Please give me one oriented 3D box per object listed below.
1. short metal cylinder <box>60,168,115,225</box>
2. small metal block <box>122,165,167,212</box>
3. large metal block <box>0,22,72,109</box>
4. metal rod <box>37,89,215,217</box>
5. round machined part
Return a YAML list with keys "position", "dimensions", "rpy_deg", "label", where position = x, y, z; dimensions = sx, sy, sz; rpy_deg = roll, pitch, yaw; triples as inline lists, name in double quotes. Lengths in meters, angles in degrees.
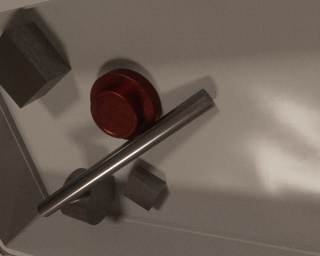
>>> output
- position: [-0.115, 0.109, 0.499]
  dimensions: [0.050, 0.080, 0.079]
  rpy_deg: [12, 124, 21]
  label: "short metal cylinder"
- position: [-0.025, 0.093, 0.478]
  dimensions: [0.050, 0.025, 0.050]
  rpy_deg: [31, 128, 7]
  label: "small metal block"
- position: [-0.187, -0.086, 0.435]
  dimensions: [0.080, 0.050, 0.080]
  rpy_deg: [-29, 103, 37]
  label: "large metal block"
- position: [-0.059, 0.044, 0.412]
  dimensions: [0.300, 0.025, 0.025]
  rpy_deg: [-34, 100, 21]
  label: "metal rod"
- position: [-0.051, -0.025, 0.408]
  dimensions: [0.098, 0.042, 0.097]
  rpy_deg: [13, 124, 20]
  label: "round machined part"
